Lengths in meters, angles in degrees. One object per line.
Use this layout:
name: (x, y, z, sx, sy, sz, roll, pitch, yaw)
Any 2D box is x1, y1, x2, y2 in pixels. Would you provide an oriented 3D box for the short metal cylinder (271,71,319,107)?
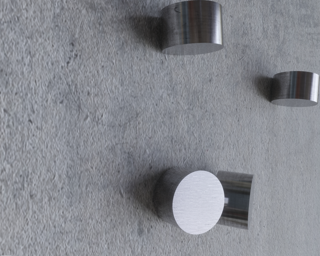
short metal cylinder: (0.253, -0.071, 0.580, 0.081, 0.080, 0.050, 10, 84, -40)

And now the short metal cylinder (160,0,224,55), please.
short metal cylinder: (0.042, -0.127, 0.403, 0.081, 0.080, 0.050, -6, 94, -40)

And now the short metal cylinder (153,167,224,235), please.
short metal cylinder: (0.038, 0.094, 0.411, 0.081, 0.050, 0.080, 0, 89, -29)

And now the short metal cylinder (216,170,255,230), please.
short metal cylinder: (0.110, 0.106, 0.460, 0.080, 0.050, 0.080, 4, 91, -69)
